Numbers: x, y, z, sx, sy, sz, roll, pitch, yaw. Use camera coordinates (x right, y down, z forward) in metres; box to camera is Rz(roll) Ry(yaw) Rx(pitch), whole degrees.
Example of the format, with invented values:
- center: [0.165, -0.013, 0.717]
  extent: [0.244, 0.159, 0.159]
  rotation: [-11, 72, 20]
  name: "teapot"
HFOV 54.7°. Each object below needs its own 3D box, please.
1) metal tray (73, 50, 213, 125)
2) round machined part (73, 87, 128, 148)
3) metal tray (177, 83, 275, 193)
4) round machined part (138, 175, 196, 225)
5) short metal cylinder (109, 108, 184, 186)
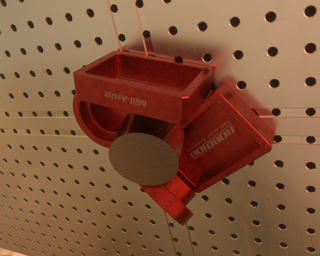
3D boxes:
- center: [-0.016, -0.050, 0.345]
  extent: [0.130, 0.090, 0.030]
  rotation: [14, 124, 19]
  name: "metal tray"
- center: [-0.064, -0.023, 0.418]
  extent: [0.098, 0.042, 0.097]
  rotation: [13, 124, 20]
  name: "round machined part"
- center: [0.061, 0.018, 0.385]
  extent: [0.090, 0.030, 0.129]
  rotation: [45, 129, -4]
  name: "metal tray"
- center: [0.010, 0.082, 0.422]
  extent: [0.098, 0.042, 0.098]
  rotation: [43, 173, 7]
  name: "round machined part"
- center: [-0.014, 0.022, 0.367]
  extent: [0.080, 0.050, 0.079]
  rotation: [6, 128, 8]
  name: "short metal cylinder"
